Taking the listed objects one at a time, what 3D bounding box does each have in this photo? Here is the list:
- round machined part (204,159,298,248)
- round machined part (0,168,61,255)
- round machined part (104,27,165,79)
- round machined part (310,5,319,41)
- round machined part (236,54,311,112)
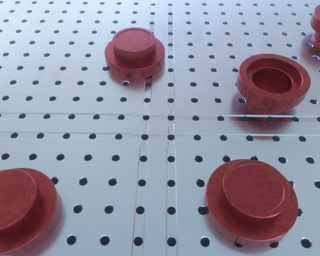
[{"bbox_3d":[0.099,0.074,0.335,0.099,0.042,0.098,0,50,0],"label":"round machined part"},{"bbox_3d":[-0.159,0.083,0.327,0.099,0.042,0.098,0,50,0],"label":"round machined part"},{"bbox_3d":[-0.041,-0.127,0.503,0.099,0.042,0.098,0,50,0],"label":"round machined part"},{"bbox_3d":[0.316,-0.179,0.549,0.099,0.042,0.098,0,50,0],"label":"round machined part"},{"bbox_3d":[0.160,-0.061,0.449,0.099,0.042,0.098,0,50,0],"label":"round machined part"}]
